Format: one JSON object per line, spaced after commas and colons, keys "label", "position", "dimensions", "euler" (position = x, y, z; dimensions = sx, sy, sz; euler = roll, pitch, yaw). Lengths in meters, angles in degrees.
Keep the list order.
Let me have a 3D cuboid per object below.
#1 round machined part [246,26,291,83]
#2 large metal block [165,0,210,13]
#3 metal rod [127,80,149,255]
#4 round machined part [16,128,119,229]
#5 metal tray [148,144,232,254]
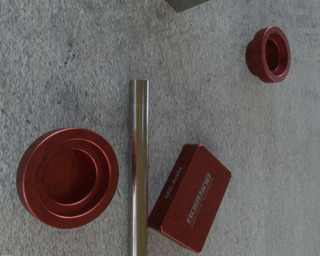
{"label": "round machined part", "position": [0.191, -0.129, 0.557], "dimensions": [0.099, 0.042, 0.097], "euler": [0, 90, -40]}
{"label": "large metal block", "position": [0.032, -0.204, 0.398], "dimensions": [0.080, 0.080, 0.050], "euler": [33, 70, -36]}
{"label": "metal rod", "position": [-0.027, 0.091, 0.383], "dimensions": [0.025, 0.025, 0.298], "euler": [1, 90, -40]}
{"label": "round machined part", "position": [-0.095, 0.048, 0.316], "dimensions": [0.099, 0.042, 0.097], "euler": [0, 90, -40]}
{"label": "metal tray", "position": [0.047, 0.099, 0.443], "dimensions": [0.090, 0.030, 0.130], "euler": [42, 64, -32]}
